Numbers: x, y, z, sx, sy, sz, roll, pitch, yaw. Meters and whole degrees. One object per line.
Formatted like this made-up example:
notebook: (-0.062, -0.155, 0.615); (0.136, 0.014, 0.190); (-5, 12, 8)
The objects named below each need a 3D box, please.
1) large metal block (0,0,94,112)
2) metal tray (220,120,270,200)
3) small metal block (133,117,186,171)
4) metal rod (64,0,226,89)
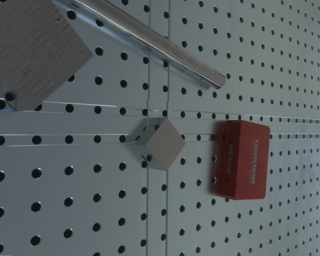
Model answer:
large metal block: (-0.125, -0.072, 0.289); (0.080, 0.050, 0.080); (-52, 121, -28)
metal tray: (0.149, 0.056, 0.534); (0.091, 0.030, 0.129); (10, 84, -40)
small metal block: (0.001, 0.021, 0.412); (0.050, 0.025, 0.050); (52, 59, -28)
metal rod: (-0.016, -0.116, 0.397); (0.302, 0.025, 0.025); (21, 77, -38)
